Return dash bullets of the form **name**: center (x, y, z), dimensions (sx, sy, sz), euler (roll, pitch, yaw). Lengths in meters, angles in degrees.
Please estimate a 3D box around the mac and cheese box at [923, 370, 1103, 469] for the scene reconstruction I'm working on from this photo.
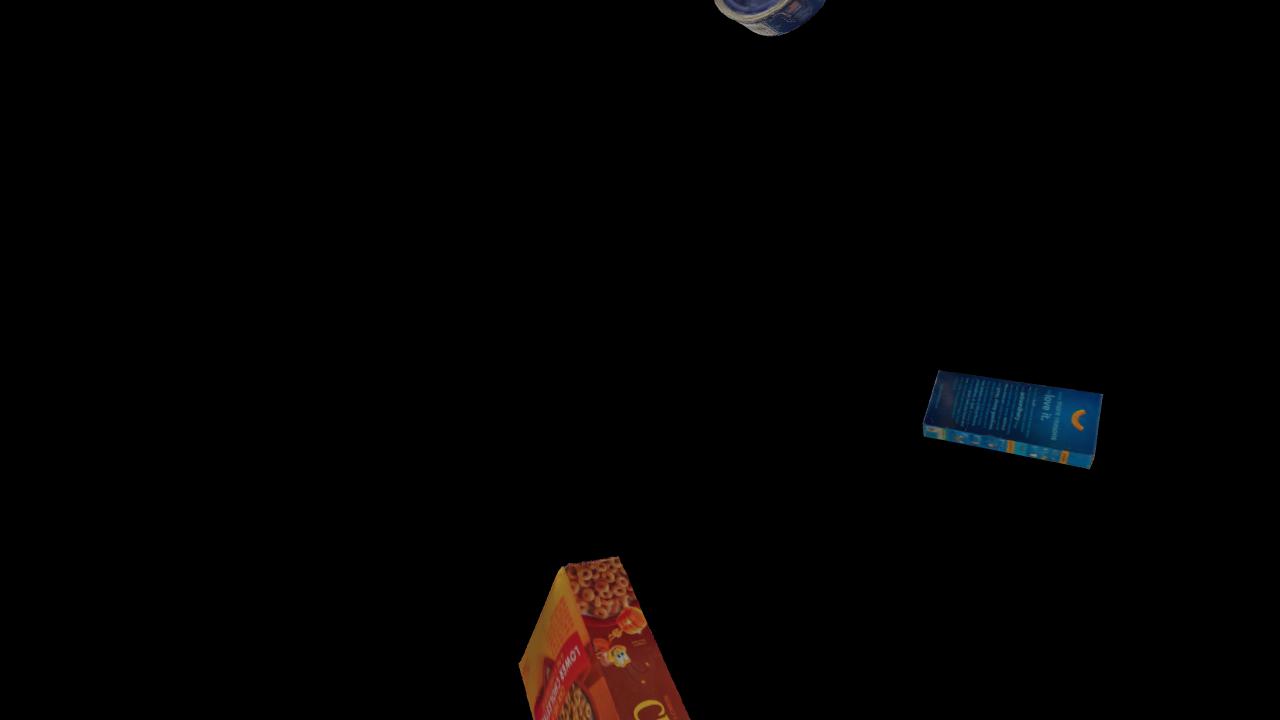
- **mac and cheese box**: center (0.471, 0.072, 0.786), dimensions (0.184, 0.093, 0.041), euler (11, -33, 33)

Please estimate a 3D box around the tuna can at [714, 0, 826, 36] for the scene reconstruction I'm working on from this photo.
- **tuna can**: center (0.088, -0.257, 0.397), dimensions (0.084, 0.084, 0.034), euler (0, 1, 45)

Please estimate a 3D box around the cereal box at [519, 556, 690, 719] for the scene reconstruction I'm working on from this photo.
- **cereal box**: center (-0.024, 0.378, 0.590), dimensions (0.081, 0.203, 0.306), euler (1, 39, -30)
